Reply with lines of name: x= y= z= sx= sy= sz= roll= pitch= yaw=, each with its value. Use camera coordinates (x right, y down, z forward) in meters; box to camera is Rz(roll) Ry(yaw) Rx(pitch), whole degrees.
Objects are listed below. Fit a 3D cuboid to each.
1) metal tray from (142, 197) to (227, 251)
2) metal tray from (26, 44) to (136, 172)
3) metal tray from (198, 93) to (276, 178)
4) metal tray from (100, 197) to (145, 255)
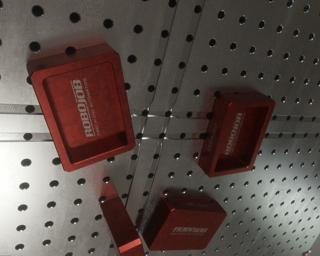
metal tray: x=0.045 y=0.169 z=0.540 sx=0.131 sy=0.030 sz=0.089 roll=15 pitch=111 yaw=-35
metal tray: x=-0.083 y=-0.020 z=0.351 sx=0.091 sy=0.030 sz=0.129 roll=-19 pitch=126 yaw=-18
metal tray: x=0.118 y=0.012 z=0.481 sx=0.091 sy=0.030 sz=0.129 roll=-4 pitch=121 yaw=-27
metal tray: x=-0.048 y=0.177 z=0.453 sx=0.030 sy=0.090 sz=0.129 roll=-20 pitch=126 yaw=-17
